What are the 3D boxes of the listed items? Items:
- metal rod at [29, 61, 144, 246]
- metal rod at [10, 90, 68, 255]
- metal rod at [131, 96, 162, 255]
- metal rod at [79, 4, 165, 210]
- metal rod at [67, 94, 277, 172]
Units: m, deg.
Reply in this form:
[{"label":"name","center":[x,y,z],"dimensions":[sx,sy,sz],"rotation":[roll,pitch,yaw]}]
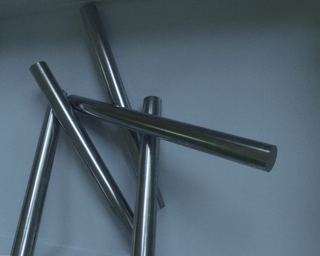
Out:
[{"label":"metal rod","center":[-0.095,0.042,0.426],"dimensions":[0.025,0.025,0.299],"rotation":[-32,87,17]},{"label":"metal rod","center":[-0.156,0.079,0.394],"dimensions":[0.025,0.025,0.299],"rotation":[-9,59,20]},{"label":"metal rod","center":[-0.016,0.093,0.340],"dimensions":[0.025,0.025,0.299],"rotation":[-9,57,20]},{"label":"metal rod","center":[-0.054,-0.032,0.429],"dimensions":[0.025,0.025,0.299],"rotation":[-22,83,19]},{"label":"metal rod","center":[-0.015,-0.005,0.366],"dimensions":[0.300,0.025,0.025],"rotation":[16,96,38]}]
